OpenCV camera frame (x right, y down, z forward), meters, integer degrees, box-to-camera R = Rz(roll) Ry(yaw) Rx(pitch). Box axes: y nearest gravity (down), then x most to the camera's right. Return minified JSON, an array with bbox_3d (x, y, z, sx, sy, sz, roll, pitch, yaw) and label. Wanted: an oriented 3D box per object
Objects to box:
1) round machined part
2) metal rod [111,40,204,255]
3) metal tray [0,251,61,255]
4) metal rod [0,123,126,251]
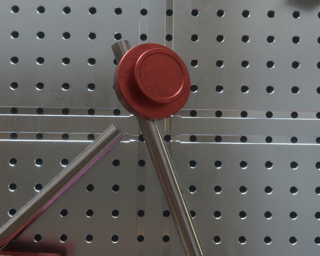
[{"bbox_3d":[-0.005,-0.060,0.388,0.099,0.042,0.097,3,81,-22],"label":"round machined part"},{"bbox_3d":[-0.003,0.029,0.413,0.025,0.025,0.298,-20,90,0],"label":"metal rod"},{"bbox_3d":[-0.198,0.205,0.392,0.131,0.030,0.089,7,98,-10],"label":"metal tray"},{"bbox_3d":[-0.164,0.105,0.411,0.300,0.025,0.025,-43,91,-1],"label":"metal rod"}]
